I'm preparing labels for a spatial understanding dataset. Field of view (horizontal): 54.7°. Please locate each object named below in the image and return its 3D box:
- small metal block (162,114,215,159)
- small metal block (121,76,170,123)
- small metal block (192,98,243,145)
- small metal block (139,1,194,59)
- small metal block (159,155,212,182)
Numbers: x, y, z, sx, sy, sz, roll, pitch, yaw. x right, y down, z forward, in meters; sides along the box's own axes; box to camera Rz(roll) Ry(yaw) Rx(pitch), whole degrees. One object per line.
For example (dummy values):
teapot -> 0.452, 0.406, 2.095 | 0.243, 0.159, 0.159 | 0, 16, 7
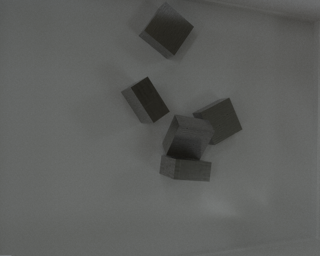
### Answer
small metal block -> 0.037, 0.013, 0.412 | 0.050, 0.025, 0.050 | 9, 124, -20
small metal block -> -0.020, -0.034, 0.391 | 0.025, 0.050, 0.050 | -36, 102, -17
small metal block -> 0.082, -0.010, 0.442 | 0.050, 0.025, 0.050 | -27, 99, -18
small metal block -> 0.009, -0.130, 0.415 | 0.050, 0.025, 0.050 | 37, 78, -17
small metal block -> 0.033, 0.053, 0.411 | 0.050, 0.050, 0.025 | 7, 88, -20
